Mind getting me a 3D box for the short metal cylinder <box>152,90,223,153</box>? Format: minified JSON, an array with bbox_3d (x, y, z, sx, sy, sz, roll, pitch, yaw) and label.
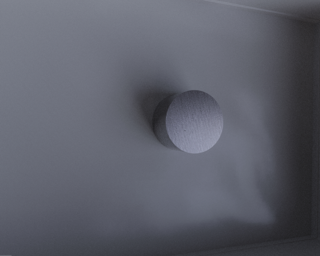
[{"bbox_3d":[0.036,-0.008,0.412,0.081,0.050,0.079,0,90,-21],"label":"short metal cylinder"}]
